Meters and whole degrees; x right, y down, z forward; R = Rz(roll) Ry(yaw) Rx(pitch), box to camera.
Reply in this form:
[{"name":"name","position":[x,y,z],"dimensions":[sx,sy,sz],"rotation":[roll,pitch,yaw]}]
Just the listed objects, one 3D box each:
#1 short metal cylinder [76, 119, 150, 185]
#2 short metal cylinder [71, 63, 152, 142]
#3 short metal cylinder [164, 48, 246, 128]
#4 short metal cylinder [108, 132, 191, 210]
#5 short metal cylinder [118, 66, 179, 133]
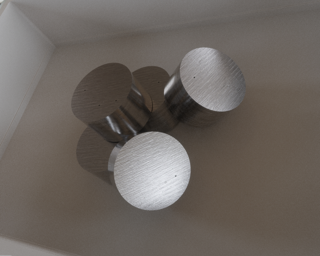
[{"name":"short metal cylinder","position":[-0.059,0.029,0.400],"dimensions":[0.080,0.050,0.080],"rotation":[-13,56,20]},{"name":"short metal cylinder","position":[-0.056,-0.030,0.368],"dimensions":[0.080,0.050,0.080],"rotation":[-13,56,20]},{"name":"short metal cylinder","position":[0.051,-0.046,0.361],"dimensions":[0.081,0.050,0.080],"rotation":[8,66,-17]},{"name":"short metal cylinder","position":[-0.013,0.044,0.338],"dimensions":[0.080,0.080,0.050],"rotation":[-55,12,-11]},{"name":"short metal cylinder","position":[-0.013,-0.036,0.414],"dimensions":[0.080,0.050,0.080],"rotation":[-13,56,20]}]
